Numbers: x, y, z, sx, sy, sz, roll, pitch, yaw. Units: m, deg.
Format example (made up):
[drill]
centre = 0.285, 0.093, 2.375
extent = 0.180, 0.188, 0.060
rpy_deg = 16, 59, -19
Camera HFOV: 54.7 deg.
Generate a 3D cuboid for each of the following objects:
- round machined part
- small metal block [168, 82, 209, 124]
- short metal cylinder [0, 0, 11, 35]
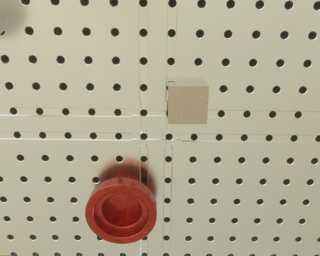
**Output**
[round machined part]
centre = -0.054, 0.113, 0.445
extent = 0.099, 0.042, 0.097
rpy_deg = 0, 110, 0
[small metal block]
centre = 0.035, -0.032, 0.402
extent = 0.050, 0.025, 0.050
rpy_deg = 0, 110, 0
[short metal cylinder]
centre = -0.220, -0.137, 0.348
extent = 0.081, 0.050, 0.079
rpy_deg = 0, 110, 0
